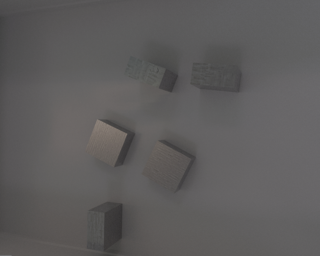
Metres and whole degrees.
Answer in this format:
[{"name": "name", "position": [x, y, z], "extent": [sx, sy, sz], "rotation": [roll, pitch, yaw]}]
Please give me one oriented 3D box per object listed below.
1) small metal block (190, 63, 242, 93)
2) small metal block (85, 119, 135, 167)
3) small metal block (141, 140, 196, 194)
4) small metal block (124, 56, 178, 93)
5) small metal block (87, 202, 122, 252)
[{"name": "small metal block", "position": [0.069, -0.060, 0.373], "extent": [0.050, 0.050, 0.025], "rotation": [8, 93, 20]}, {"name": "small metal block", "position": [-0.070, 0.020, 0.435], "extent": [0.050, 0.025, 0.050], "rotation": [25, 98, 18]}, {"name": "small metal block", "position": [0.012, 0.049, 0.406], "extent": [0.050, 0.025, 0.050], "rotation": [28, 99, 17]}, {"name": "small metal block", "position": [-0.010, -0.069, 0.401], "extent": [0.050, 0.050, 0.025], "rotation": [23, 98, 18]}, {"name": "small metal block", "position": [-0.075, 0.133, 0.424], "extent": [0.025, 0.050, 0.050], "rotation": [1, 91, 20]}]
